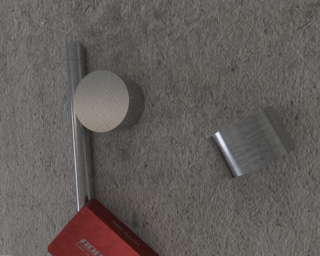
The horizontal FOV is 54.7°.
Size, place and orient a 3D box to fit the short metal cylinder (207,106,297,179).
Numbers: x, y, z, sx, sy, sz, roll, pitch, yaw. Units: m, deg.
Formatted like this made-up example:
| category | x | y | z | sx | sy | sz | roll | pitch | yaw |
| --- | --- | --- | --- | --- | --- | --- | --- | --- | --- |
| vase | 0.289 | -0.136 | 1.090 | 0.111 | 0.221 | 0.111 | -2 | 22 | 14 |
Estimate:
| category | x | y | z | sx | sy | sz | roll | pitch | yaw |
| --- | --- | --- | --- | --- | --- | --- | --- | --- | --- |
| short metal cylinder | 0.100 | 0.016 | 0.344 | 0.080 | 0.080 | 0.050 | -29 | 81 | 17 |

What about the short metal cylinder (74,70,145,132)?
| category | x | y | z | sx | sy | sz | roll | pitch | yaw |
| --- | --- | --- | --- | --- | --- | --- | --- | --- | --- |
| short metal cylinder | -0.068 | -0.034 | 0.420 | 0.080 | 0.050 | 0.080 | 0 | 90 | 20 |

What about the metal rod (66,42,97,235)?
| category | x | y | z | sx | sy | sz | roll | pitch | yaw |
| --- | --- | --- | --- | --- | --- | --- | --- | --- | --- |
| metal rod | -0.113 | 0.026 | 0.448 | 0.025 | 0.025 | 0.298 | -5 | 88 | 20 |

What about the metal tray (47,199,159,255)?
| category | x | y | z | sx | sy | sz | roll | pitch | yaw |
| --- | --- | --- | --- | --- | --- | --- | --- | --- | --- |
| metal tray | -0.074 | 0.171 | 0.418 | 0.130 | 0.030 | 0.090 | 42 | 103 | 2 |
